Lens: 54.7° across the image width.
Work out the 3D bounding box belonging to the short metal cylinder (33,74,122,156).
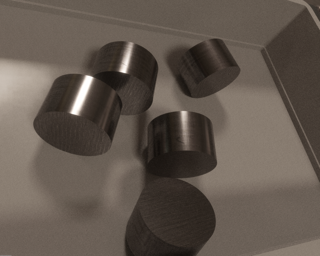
[{"bbox_3d":[-0.086,-0.012,0.332,0.080,0.080,0.050,22,54,-16],"label":"short metal cylinder"}]

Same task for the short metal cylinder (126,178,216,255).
[{"bbox_3d":[0.010,0.099,0.321,0.081,0.050,0.080,15,38,-11],"label":"short metal cylinder"}]

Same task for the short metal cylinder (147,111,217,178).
[{"bbox_3d":[0.025,0.022,0.372,0.081,0.080,0.050,12,57,-22],"label":"short metal cylinder"}]

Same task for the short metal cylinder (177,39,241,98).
[{"bbox_3d":[0.072,-0.088,0.465,0.081,0.080,0.050,-14,69,-34],"label":"short metal cylinder"}]

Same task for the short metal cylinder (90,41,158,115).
[{"bbox_3d":[-0.045,-0.059,0.384,0.080,0.080,0.050,20,54,-17],"label":"short metal cylinder"}]
